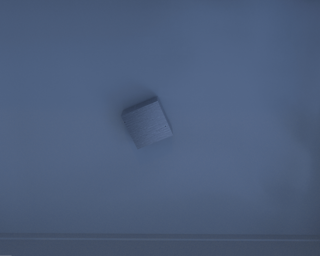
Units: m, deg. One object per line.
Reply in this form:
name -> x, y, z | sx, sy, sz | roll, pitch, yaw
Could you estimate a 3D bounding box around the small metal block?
small metal block -> -0.016, -0.007, 0.405 | 0.050, 0.025, 0.050 | -22, 109, 7
